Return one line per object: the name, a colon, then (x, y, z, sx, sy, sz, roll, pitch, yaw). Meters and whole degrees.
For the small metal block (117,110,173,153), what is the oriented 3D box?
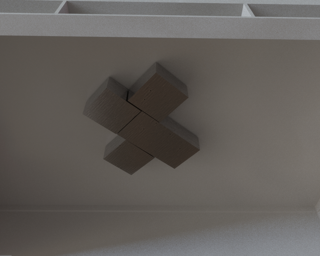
small metal block: (-0.019, -0.002, 0.404, 0.050, 0.025, 0.050, 34, 122, -26)

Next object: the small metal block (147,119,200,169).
small metal block: (0.018, 0.023, 0.426, 0.050, 0.025, 0.050, 34, 122, -26)

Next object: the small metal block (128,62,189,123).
small metal block: (-0.002, -0.042, 0.370, 0.050, 0.025, 0.050, 34, 121, -26)

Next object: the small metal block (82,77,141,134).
small metal block: (-0.058, -0.027, 0.383, 0.050, 0.025, 0.050, 34, 122, -26)

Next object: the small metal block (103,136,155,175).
small metal block: (-0.043, 0.034, 0.435, 0.050, 0.025, 0.050, 35, 123, -26)
